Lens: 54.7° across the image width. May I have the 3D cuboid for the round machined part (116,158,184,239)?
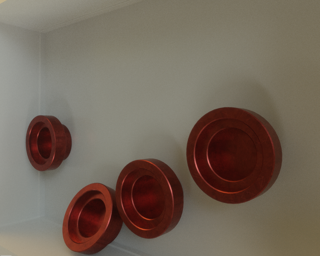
[{"bbox_3d":[-0.009,0.088,0.401,0.098,0.042,0.097,0,90,39],"label":"round machined part"}]

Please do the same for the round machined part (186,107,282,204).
[{"bbox_3d":[0.080,0.027,0.329,0.098,0.042,0.097,0,90,39],"label":"round machined part"}]

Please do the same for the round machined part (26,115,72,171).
[{"bbox_3d":[-0.195,0.026,0.554,0.098,0.042,0.097,0,90,39],"label":"round machined part"}]

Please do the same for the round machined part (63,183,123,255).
[{"bbox_3d":[-0.092,0.134,0.453,0.098,0.042,0.098,-21,50,28],"label":"round machined part"}]
